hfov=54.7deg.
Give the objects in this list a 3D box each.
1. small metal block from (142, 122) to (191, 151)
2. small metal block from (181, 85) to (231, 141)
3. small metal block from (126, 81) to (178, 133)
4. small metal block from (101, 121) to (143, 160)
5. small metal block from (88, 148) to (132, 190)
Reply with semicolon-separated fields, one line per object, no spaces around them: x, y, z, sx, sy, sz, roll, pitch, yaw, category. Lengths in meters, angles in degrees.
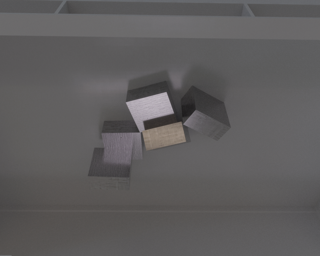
0.010;0.011;0.400;0.050;0.050;0.025;-14;84;11;small metal block
0.055;-0.018;0.377;0.050;0.050;0.025;25;126;-20;small metal block
-0.009;-0.026;0.387;0.050;0.025;0.050;-13;129;11;small metal block
-0.049;0.017;0.423;0.050;0.025;0.050;-1;130;0;small metal block
-0.063;0.053;0.404;0.050;0.050;0.025;2;130;-2;small metal block
